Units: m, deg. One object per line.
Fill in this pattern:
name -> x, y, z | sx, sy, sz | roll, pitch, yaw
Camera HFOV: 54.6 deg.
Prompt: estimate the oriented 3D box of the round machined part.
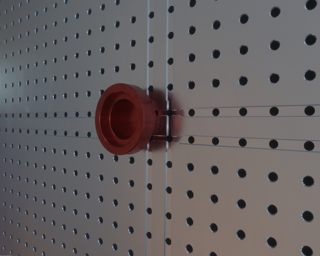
round machined part -> -0.044, -0.012, 0.436 | 0.098, 0.042, 0.097 | 0, 90, 40
